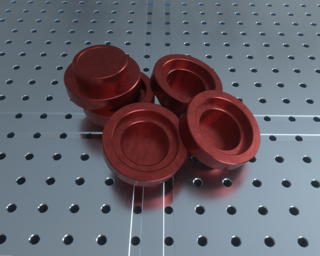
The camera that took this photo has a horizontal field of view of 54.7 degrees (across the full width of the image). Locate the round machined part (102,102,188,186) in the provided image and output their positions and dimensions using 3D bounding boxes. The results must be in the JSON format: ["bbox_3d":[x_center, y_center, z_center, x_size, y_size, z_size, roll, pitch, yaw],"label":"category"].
[{"bbox_3d":[-0.019,0.022,0.367,0.099,0.042,0.098,5,64,-9],"label":"round machined part"}]

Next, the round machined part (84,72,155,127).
[{"bbox_3d":[-0.056,-0.037,0.426,0.099,0.042,0.098,0,50,0],"label":"round machined part"}]

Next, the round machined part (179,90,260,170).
[{"bbox_3d":[0.068,0.006,0.377,0.099,0.042,0.098,11,59,-18],"label":"round machined part"}]

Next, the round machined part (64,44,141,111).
[{"bbox_3d":[-0.075,-0.071,0.400,0.099,0.042,0.098,0,50,0],"label":"round machined part"}]

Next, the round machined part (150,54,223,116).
[{"bbox_3d":[0.033,-0.055,0.431,0.099,0.042,0.098,11,50,-13],"label":"round machined part"}]
